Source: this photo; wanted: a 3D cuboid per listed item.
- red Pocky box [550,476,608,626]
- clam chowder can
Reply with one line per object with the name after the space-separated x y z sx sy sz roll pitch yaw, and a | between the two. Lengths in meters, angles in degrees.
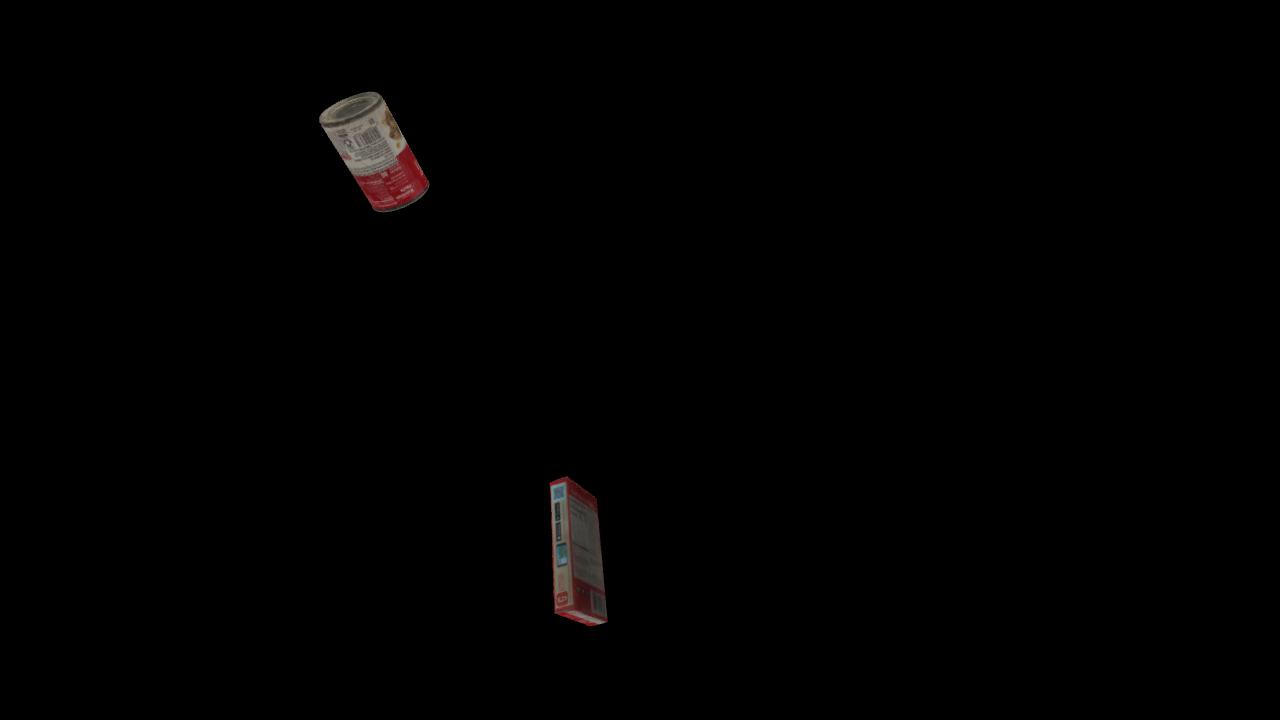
-0.073 0.223 0.719 0.028 0.155 0.083 -20 -38 15 | red Pocky box
-0.276 -0.217 0.644 0.068 0.068 0.102 0 -42 19 | clam chowder can
